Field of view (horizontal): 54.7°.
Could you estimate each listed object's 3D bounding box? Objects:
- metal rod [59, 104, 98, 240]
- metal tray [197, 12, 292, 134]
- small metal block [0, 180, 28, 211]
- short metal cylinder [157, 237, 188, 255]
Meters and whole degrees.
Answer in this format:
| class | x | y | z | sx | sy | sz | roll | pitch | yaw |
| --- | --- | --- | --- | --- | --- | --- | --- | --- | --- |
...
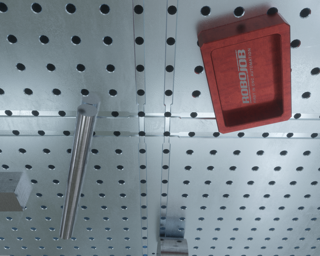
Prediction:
| class | x | y | z | sx | sy | sz | roll | pitch | yaw |
| --- | --- | --- | --- | --- | --- | --- | --- | --- | --- |
| metal rod | -0.133 | 0.087 | 0.483 | 0.025 | 0.025 | 0.298 | 12 | 129 | -11 |
| metal tray | 0.102 | -0.057 | 0.361 | 0.090 | 0.030 | 0.129 | -13 | 129 | 10 |
| small metal block | -0.250 | 0.110 | 0.502 | 0.050 | 0.025 | 0.050 | 0 | 130 | -1 |
| short metal cylinder | 0.022 | 0.250 | 0.589 | 0.050 | 0.080 | 0.079 | 5 | 130 | -5 |
